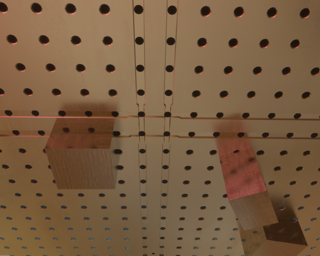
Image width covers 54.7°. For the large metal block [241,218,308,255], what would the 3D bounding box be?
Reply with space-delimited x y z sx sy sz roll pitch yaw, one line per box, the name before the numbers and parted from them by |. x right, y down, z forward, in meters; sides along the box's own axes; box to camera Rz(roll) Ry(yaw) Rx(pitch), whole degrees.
large metal block | 0.210 0.212 0.579 0.081 0.050 0.079 12 129 -11

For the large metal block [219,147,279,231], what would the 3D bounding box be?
large metal block | 0.129 0.089 0.454 0.050 0.080 0.080 -19 128 15

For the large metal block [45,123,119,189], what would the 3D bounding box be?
large metal block | -0.103 0.040 0.427 0.081 0.050 0.079 0 130 -1
